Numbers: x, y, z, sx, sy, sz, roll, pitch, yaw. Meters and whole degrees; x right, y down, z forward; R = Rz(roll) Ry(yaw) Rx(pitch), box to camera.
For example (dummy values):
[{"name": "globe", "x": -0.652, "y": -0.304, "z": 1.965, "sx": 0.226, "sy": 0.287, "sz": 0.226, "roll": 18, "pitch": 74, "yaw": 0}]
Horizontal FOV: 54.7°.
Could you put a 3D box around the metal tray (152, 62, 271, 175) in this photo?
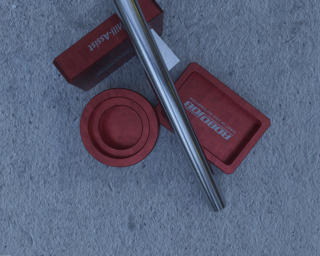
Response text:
[{"name": "metal tray", "x": 0.066, "y": -0.012, "z": 0.409, "sx": 0.130, "sy": 0.030, "sz": 0.090, "roll": 38, "pitch": 90, "yaw": -1}]

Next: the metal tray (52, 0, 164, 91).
[{"name": "metal tray", "x": -0.057, "y": -0.099, "z": 0.377, "sx": 0.130, "sy": 0.090, "sz": 0.030, "roll": -37, "pitch": 90, "yaw": 0}]

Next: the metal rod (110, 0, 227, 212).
[{"name": "metal rod", "x": 0.016, "y": -0.021, "z": 0.358, "sx": 0.025, "sy": 0.025, "sz": 0.299, "roll": -26, "pitch": 112, "yaw": 0}]

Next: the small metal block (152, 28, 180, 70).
[{"name": "small metal block", "x": -0.005, "y": -0.096, "z": 0.394, "sx": 0.025, "sy": 0.050, "sz": 0.050, "roll": -43, "pitch": 105, "yaw": 2}]

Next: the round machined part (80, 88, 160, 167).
[{"name": "round machined part", "x": -0.048, "y": -0.001, "z": 0.398, "sx": 0.099, "sy": 0.042, "sz": 0.097, "roll": 0, "pitch": 93, "yaw": 5}]
